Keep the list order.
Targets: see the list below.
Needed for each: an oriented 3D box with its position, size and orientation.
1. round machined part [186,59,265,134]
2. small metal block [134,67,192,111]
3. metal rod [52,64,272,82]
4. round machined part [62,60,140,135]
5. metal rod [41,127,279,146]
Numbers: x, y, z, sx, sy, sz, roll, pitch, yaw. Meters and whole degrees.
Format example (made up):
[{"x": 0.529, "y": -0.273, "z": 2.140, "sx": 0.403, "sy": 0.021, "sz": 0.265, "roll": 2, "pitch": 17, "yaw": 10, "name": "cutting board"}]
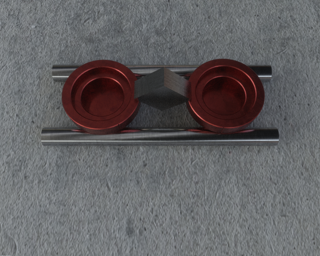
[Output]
[{"x": 0.083, "y": -0.039, "z": 0.409, "sx": 0.099, "sy": 0.042, "sz": 0.098, "roll": 0, "pitch": 70, "yaw": 0, "name": "round machined part"}, {"x": 0.004, "y": -0.047, "z": 0.385, "sx": 0.050, "sy": 0.050, "sz": 0.025, "roll": -18, "pitch": 63, "yaw": 40, "name": "small metal block"}, {"x": 0.003, "y": -0.077, "z": 0.437, "sx": 0.302, "sy": 0.025, "sz": 0.025, "roll": 0, "pitch": 70, "yaw": 0, "name": "metal rod"}, {"x": -0.074, "y": -0.037, "z": 0.409, "sx": 0.099, "sy": 0.042, "sz": 0.098, "roll": 0, "pitch": 70, "yaw": 0, "name": "round machined part"}, {"x": 0.000, "y": 0.011, "z": 0.405, "sx": 0.302, "sy": 0.025, "sz": 0.025, "roll": 0, "pitch": 70, "yaw": 0, "name": "metal rod"}]
